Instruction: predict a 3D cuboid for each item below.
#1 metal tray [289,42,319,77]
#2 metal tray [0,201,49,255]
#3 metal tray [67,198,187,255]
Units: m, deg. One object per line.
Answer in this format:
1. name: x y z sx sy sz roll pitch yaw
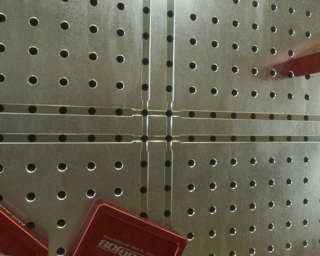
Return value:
1. metal tray: 0.280 -0.125 0.480 0.131 0.090 0.030 -29 100 -18
2. metal tray: -0.200 0.126 0.336 0.090 0.030 0.130 -47 105 -14
3. metal tray: -0.041 0.157 0.394 0.131 0.030 0.090 29 81 -18
